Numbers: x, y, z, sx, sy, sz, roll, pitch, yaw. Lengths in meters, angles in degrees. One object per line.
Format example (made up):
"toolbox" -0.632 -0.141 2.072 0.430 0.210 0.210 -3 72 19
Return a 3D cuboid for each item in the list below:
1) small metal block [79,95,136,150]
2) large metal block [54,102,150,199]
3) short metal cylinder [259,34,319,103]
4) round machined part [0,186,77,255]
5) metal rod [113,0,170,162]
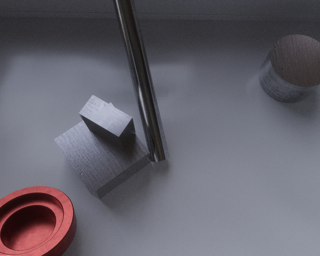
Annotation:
"small metal block" -0.057 -0.005 0.344 0.050 0.050 0.025 30 73 10
"large metal block" -0.068 0.029 0.385 0.080 0.050 0.080 -35 74 -12
"short metal cylinder" 0.184 -0.081 0.428 0.081 0.050 0.080 0 70 0
"round machined part" -0.142 0.115 0.342 0.099 0.042 0.098 0 38 0
"metal rod" -0.033 -0.104 0.377 0.025 0.025 0.298 -14 98 -5
